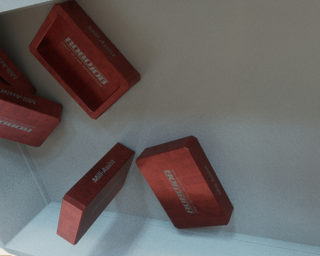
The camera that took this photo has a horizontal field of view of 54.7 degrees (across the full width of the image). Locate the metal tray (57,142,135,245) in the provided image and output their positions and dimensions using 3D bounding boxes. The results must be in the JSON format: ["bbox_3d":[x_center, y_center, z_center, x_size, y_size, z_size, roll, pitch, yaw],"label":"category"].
[{"bbox_3d":[-0.088,0.089,0.441,0.030,0.131,0.089,29,128,9],"label":"metal tray"}]

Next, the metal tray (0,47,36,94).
[{"bbox_3d":[-0.258,-0.085,0.452,0.090,0.030,0.130,-3,139,24],"label":"metal tray"}]

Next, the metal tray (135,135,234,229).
[{"bbox_3d":[0.035,0.081,0.436,0.090,0.030,0.130,-18,109,34],"label":"metal tray"}]

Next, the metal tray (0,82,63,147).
[{"bbox_3d":[-0.226,-0.021,0.461,0.131,0.030,0.090,22,136,-33],"label":"metal tray"}]

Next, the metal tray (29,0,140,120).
[{"bbox_3d":[-0.099,-0.085,0.403,0.130,0.030,0.090,48,128,-7],"label":"metal tray"}]
